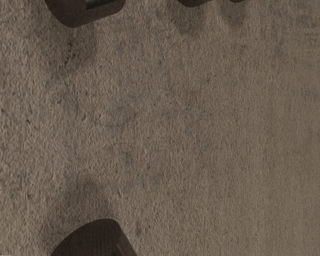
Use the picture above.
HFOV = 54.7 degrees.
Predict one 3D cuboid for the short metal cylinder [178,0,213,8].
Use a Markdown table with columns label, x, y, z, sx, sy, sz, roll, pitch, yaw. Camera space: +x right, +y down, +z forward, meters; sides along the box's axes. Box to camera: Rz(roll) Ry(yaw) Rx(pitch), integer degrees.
| label | x | y | z | sx | sy | sz | roll | pitch | yaw |
| --- | --- | --- | --- | --- | --- | --- | --- | --- | --- |
| short metal cylinder | 0.056 | -0.218 | 0.437 | 0.081 | 0.050 | 0.079 | 0 | 90 | -40 |

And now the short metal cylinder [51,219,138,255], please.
| label | x | y | z | sx | sy | sz | roll | pitch | yaw |
| --- | --- | --- | --- | --- | --- | --- | --- | --- | --- |
| short metal cylinder | -0.066 | 0.140 | 0.316 | 0.080 | 0.080 | 0.050 | -38 | 114 | -34 |

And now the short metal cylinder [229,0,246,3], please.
| label | x | y | z | sx | sy | sz | roll | pitch | yaw |
| --- | --- | --- | --- | --- | --- | --- | --- | --- | --- |
| short metal cylinder | 0.140 | -0.254 | 0.508 | 0.081 | 0.050 | 0.079 | 0 | 90 | -40 |

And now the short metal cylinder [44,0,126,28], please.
| label | x | y | z | sx | sy | sz | roll | pitch | yaw |
| --- | --- | --- | --- | --- | --- | --- | --- | --- | --- |
| short metal cylinder | -0.078 | -0.146 | 0.304 | 0.050 | 0.080 | 0.080 | -36 | 112 | -35 |
